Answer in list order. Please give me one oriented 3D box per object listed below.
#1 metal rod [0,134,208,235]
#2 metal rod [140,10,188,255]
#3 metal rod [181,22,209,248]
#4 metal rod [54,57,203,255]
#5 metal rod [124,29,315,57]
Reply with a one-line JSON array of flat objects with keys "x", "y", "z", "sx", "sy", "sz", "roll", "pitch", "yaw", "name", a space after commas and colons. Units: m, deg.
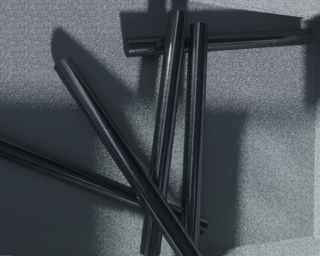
[{"x": -0.069, "y": 0.074, "z": 0.384, "sx": 0.301, "sy": 0.025, "sz": 0.025, "roll": 26, "pitch": 82, "yaw": -18, "name": "metal rod"}, {"x": 0.005, "y": 0.005, "z": 0.384, "sx": 0.025, "sy": 0.025, "sz": 0.298, "roll": 8, "pitch": 87, "yaw": -20, "name": "metal rod"}, {"x": 0.044, "y": 0.017, "z": 0.398, "sx": 0.025, "sy": 0.025, "sz": 0.298, "roll": 3, "pitch": 89, "yaw": -20, "name": "metal rod"}, {"x": -0.032, "y": 0.047, "z": 0.358, "sx": 0.025, "sy": 0.025, "sz": 0.299, "roll": -33, "pitch": 86, "yaw": -17, "name": "metal rod"}, {"x": 0.098, "y": -0.125, "z": 0.445, "sx": 0.302, "sy": 0.025, "sz": 0.025, "roll": -9, "pitch": 93, "yaw": -20, "name": "metal rod"}]
